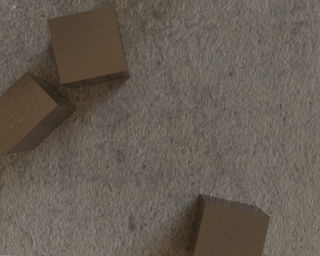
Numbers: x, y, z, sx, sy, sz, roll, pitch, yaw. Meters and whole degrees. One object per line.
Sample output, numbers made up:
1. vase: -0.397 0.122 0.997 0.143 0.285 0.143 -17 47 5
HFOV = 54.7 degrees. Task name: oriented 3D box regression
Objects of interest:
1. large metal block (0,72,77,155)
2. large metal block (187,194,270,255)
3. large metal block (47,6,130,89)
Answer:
1. large metal block: -0.159 -0.016 0.380 0.080 0.080 0.050 -44 91 0
2. large metal block: 0.085 0.138 0.399 0.080 0.050 0.080 13 90 -1
3. large metal block: -0.088 -0.100 0.396 0.080 0.050 0.080 -12 90 -1
